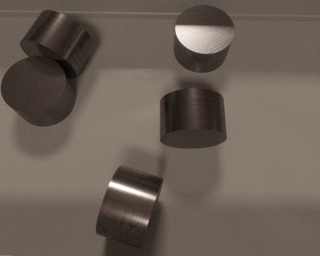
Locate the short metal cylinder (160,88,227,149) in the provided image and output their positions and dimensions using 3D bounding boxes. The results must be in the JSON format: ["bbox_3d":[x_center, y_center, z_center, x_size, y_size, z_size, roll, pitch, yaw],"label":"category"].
[{"bbox_3d":[0.040,-0.009,0.384,0.081,0.080,0.050,0,70,-1],"label":"short metal cylinder"}]

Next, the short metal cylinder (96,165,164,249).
[{"bbox_3d":[-0.032,0.088,0.348,0.050,0.080,0.080,17,71,6],"label":"short metal cylinder"}]

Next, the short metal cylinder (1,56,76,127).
[{"bbox_3d":[-0.159,-0.048,0.412,0.081,0.050,0.080,0,70,0],"label":"short metal cylinder"}]

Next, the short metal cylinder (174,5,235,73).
[{"bbox_3d":[0.061,-0.126,0.443,0.081,0.050,0.080,0,70,0],"label":"short metal cylinder"}]

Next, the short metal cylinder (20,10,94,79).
[{"bbox_3d":[-0.138,-0.111,0.419,0.080,0.080,0.050,22,72,7],"label":"short metal cylinder"}]
